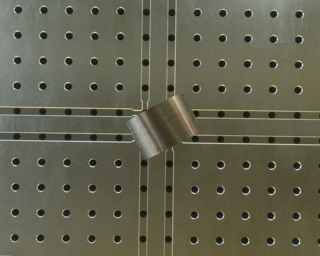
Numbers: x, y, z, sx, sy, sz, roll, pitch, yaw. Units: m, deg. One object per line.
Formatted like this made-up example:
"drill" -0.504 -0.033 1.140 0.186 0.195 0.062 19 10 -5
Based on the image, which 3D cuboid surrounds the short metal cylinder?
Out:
"short metal cylinder" 0.005 -0.002 0.385 0.080 0.080 0.050 -28 89 0
